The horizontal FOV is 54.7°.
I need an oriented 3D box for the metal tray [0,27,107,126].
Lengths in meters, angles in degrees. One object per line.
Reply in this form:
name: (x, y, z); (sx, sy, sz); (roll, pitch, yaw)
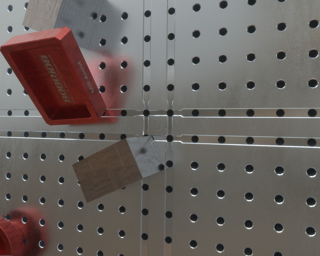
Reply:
metal tray: (-0.138, -0.063, 0.417); (0.090, 0.030, 0.129); (-3, 130, 20)

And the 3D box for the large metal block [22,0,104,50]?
large metal block: (-0.131, -0.163, 0.429); (0.050, 0.080, 0.080); (22, 97, 19)

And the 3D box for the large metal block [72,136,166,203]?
large metal block: (-0.050, 0.051, 0.401); (0.080, 0.080, 0.050); (-26, 82, 18)

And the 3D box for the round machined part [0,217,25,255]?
round machined part: (-0.258, 0.189, 0.495); (0.098, 0.042, 0.097); (0, 90, 20)
